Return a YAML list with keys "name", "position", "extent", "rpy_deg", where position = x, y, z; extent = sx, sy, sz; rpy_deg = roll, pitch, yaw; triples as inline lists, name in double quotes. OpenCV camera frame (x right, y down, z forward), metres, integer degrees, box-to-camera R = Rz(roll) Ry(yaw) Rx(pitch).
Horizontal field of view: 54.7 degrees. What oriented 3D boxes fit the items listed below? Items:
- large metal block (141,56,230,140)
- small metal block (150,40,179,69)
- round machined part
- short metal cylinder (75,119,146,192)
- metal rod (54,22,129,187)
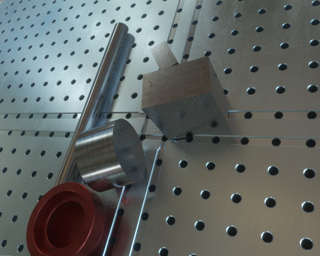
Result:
- name: "large metal block"
  position: [0.033, -0.032, 0.374]
  extent: [0.080, 0.080, 0.050]
  rpy_deg: [-13, 57, 21]
- name: "small metal block"
  position: [0.015, -0.086, 0.436]
  extent: [0.025, 0.050, 0.050]
  rpy_deg: [-30, 52, 9]
- name: "round machined part"
  position: [-0.110, 0.120, 0.380]
  extent: [0.098, 0.042, 0.098]
  rpy_deg: [-13, 56, 20]
- name: "short metal cylinder"
  position: [-0.059, 0.034, 0.381]
  extent: [0.050, 0.080, 0.080]
  rpy_deg: [-18, 55, 18]
- name: "metal rod"
  position: [-0.101, -0.047, 0.487]
  extent: [0.025, 0.025, 0.300]
  rpy_deg: [0, 61, 28]
